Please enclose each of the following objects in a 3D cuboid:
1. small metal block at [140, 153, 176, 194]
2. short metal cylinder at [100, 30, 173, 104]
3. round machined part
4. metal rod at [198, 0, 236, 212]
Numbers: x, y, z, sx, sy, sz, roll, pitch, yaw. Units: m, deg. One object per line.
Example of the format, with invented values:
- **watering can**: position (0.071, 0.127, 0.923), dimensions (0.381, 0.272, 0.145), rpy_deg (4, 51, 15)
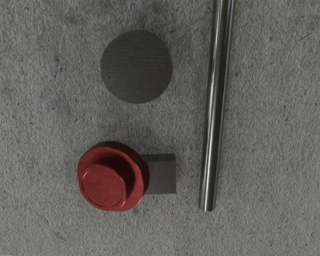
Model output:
- **small metal block**: position (-0.003, 0.064, 0.433), dimensions (0.050, 0.025, 0.050), rpy_deg (-2, 110, 0)
- **short metal cylinder**: position (-0.026, -0.074, 0.369), dimensions (0.081, 0.050, 0.079), rpy_deg (0, 110, 0)
- **round machined part**: position (-0.067, 0.070, 0.411), dimensions (0.098, 0.042, 0.097), rpy_deg (6, 112, 16)
- **metal rod**: position (0.072, -0.025, 0.400), dimensions (0.025, 0.025, 0.298), rpy_deg (1, 110, -1)
